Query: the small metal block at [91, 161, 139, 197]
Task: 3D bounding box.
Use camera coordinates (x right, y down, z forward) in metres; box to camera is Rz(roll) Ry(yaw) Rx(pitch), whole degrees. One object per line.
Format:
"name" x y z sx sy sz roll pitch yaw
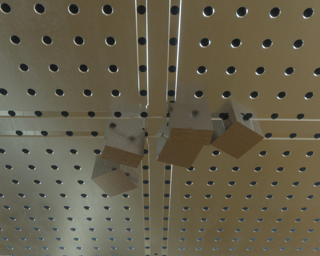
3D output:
"small metal block" -0.068 0.075 0.475 0.050 0.025 0.050 -22 127 18

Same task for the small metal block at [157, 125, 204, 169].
"small metal block" 0.027 0.026 0.434 0.050 0.025 0.050 15 129 -13

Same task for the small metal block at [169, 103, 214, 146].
"small metal block" 0.037 -0.006 0.391 0.050 0.050 0.025 4 130 -4

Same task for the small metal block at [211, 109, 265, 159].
"small metal block" 0.102 0.009 0.420 0.050 0.025 0.050 28 125 -22

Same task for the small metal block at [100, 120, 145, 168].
"small metal block" -0.049 0.021 0.412 0.050 0.050 0.025 18 128 -15
